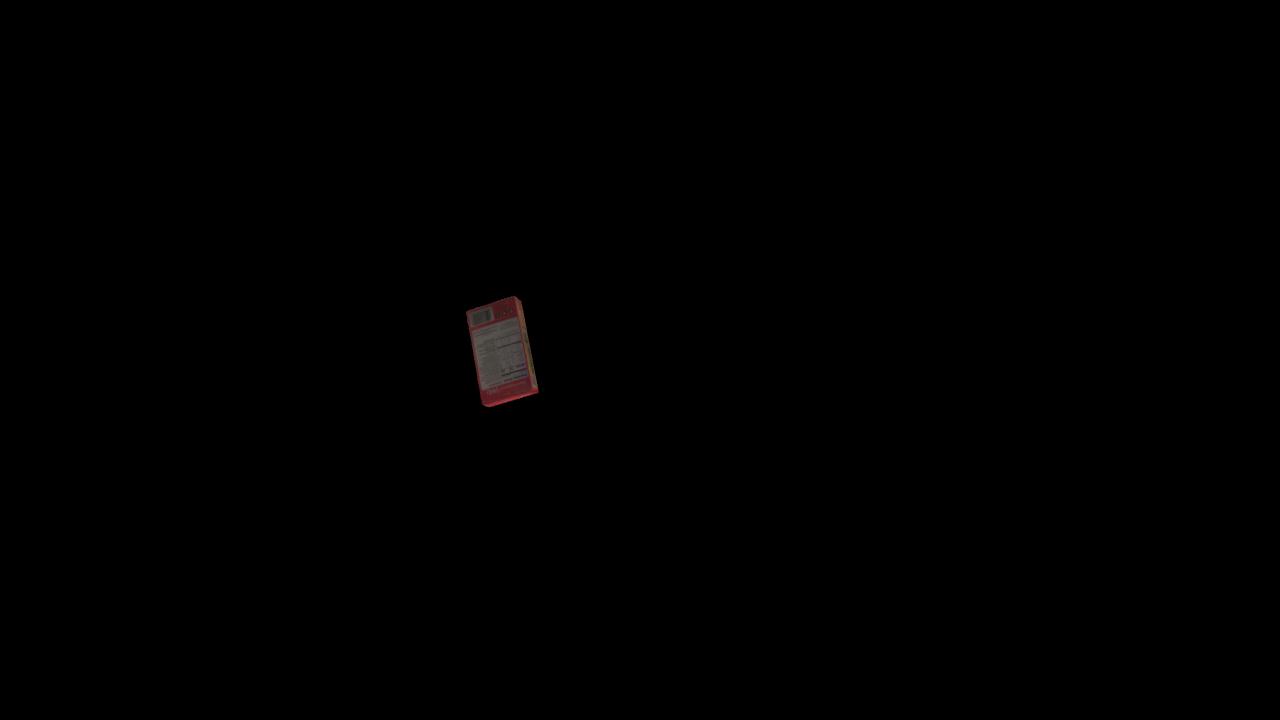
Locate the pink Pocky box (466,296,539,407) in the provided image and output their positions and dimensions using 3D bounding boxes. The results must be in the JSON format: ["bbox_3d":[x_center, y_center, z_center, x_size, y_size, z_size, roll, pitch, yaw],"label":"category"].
[{"bbox_3d":[-0.210,-0.013,0.936,0.084,0.155,0.029,-17,-16,10],"label":"pink Pocky box"}]
